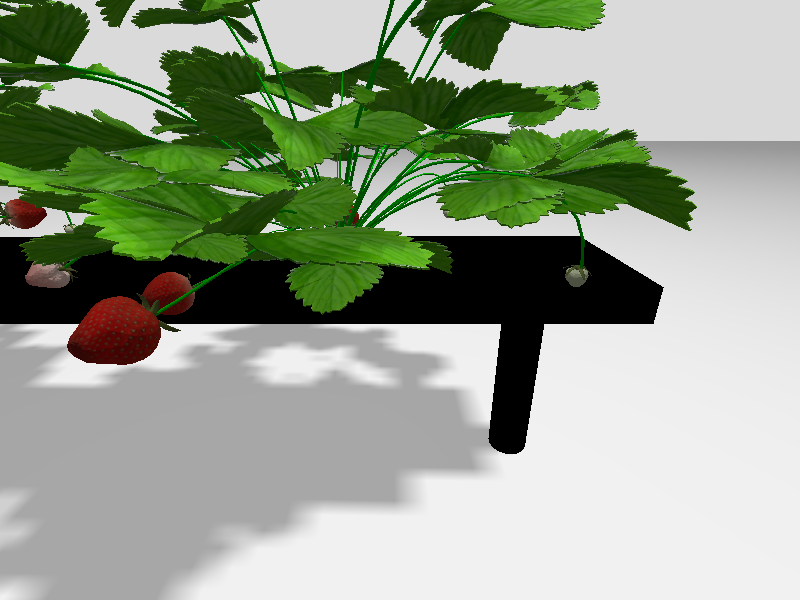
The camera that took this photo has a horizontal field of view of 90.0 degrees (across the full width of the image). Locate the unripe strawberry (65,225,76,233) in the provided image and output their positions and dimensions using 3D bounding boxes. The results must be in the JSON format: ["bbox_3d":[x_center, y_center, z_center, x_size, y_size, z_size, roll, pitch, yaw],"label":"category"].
[{"bbox_3d":[-0.341,-0.072,0.417,0.011,0.012,0.011,-8,25,-19],"label":"unripe strawberry"}]

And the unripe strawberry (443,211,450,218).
[{"bbox_3d":[0.057,-0.103,0.475,0.011,0.011,0.010,19,30,37],"label":"unripe strawberry"}]

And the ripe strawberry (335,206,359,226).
[{"bbox_3d":[-0.061,-0.090,0.437,0.032,0.034,0.035,-2,23,-4],"label":"ripe strawberry"}]

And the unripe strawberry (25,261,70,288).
[{"bbox_3d":[-0.248,-0.019,0.281,0.024,0.023,0.026,-20,29,-17],"label":"unripe strawberry"}]

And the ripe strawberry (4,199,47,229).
[{"bbox_3d":[-0.419,-0.097,0.450,0.037,0.033,0.034,18,29,36],"label":"ripe strawberry"}]

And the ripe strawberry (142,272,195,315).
[{"bbox_3d":[-0.142,-0.003,0.243,0.026,0.027,0.028,15,28,31],"label":"ripe strawberry"}]

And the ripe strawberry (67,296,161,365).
[{"bbox_3d":[-0.136,0.016,0.191,0.036,0.031,0.036,10,26,22],"label":"ripe strawberry"}]

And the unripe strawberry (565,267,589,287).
[{"bbox_3d":[0.121,-0.016,0.274,0.015,0.014,0.013,12,26,25],"label":"unripe strawberry"}]
